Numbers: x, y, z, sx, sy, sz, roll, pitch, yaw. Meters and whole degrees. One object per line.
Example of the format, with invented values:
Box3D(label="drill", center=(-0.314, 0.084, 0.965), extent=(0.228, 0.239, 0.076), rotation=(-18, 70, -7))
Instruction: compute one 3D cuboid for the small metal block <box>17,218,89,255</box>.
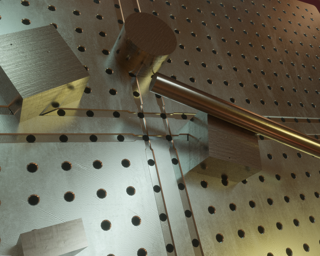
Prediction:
Box3D(label="small metal block", center=(-0.097, 0.105, 0.276), extent=(0.050, 0.050, 0.025), rotation=(-7, 66, -32))

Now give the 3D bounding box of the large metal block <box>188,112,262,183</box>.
Box3D(label="large metal block", center=(0.087, 0.022, 0.427), extent=(0.081, 0.050, 0.080), rotation=(16, 55, -20))

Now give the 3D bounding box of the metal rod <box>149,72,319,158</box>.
Box3D(label="metal rod", center=(0.127, -0.007, 0.419), extent=(0.302, 0.025, 0.025), rotation=(20, 54, -17))

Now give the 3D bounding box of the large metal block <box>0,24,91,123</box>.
Box3D(label="large metal block", center=(-0.142, -0.064, 0.356), extent=(0.081, 0.050, 0.080), rotation=(-30, 79, -38))

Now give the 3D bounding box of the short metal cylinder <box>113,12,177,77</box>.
Box3D(label="short metal cylinder", center=(-0.022, -0.122, 0.456), extent=(0.081, 0.050, 0.080), rotation=(14, 56, -21))
